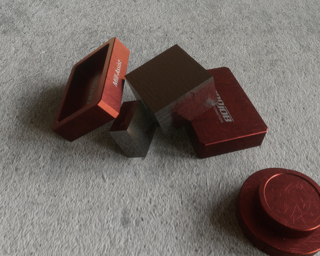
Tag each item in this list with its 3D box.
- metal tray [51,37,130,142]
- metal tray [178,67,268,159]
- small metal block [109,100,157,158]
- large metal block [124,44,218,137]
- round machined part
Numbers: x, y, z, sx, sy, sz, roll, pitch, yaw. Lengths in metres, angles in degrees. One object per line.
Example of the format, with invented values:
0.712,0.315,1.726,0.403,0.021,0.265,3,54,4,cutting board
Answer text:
-0.089,-0.053,0.411,0.090,0.030,0.130,-25,42,29,metal tray
0.075,-0.026,0.423,0.091,0.030,0.130,-12,51,-10,metal tray
-0.032,0.002,0.382,0.025,0.050,0.050,-5,46,28,small metal block
0.014,-0.049,0.392,0.080,0.050,0.080,-33,52,-6,large metal block
0.133,0.082,0.325,0.099,0.042,0.098,0,50,0,round machined part
